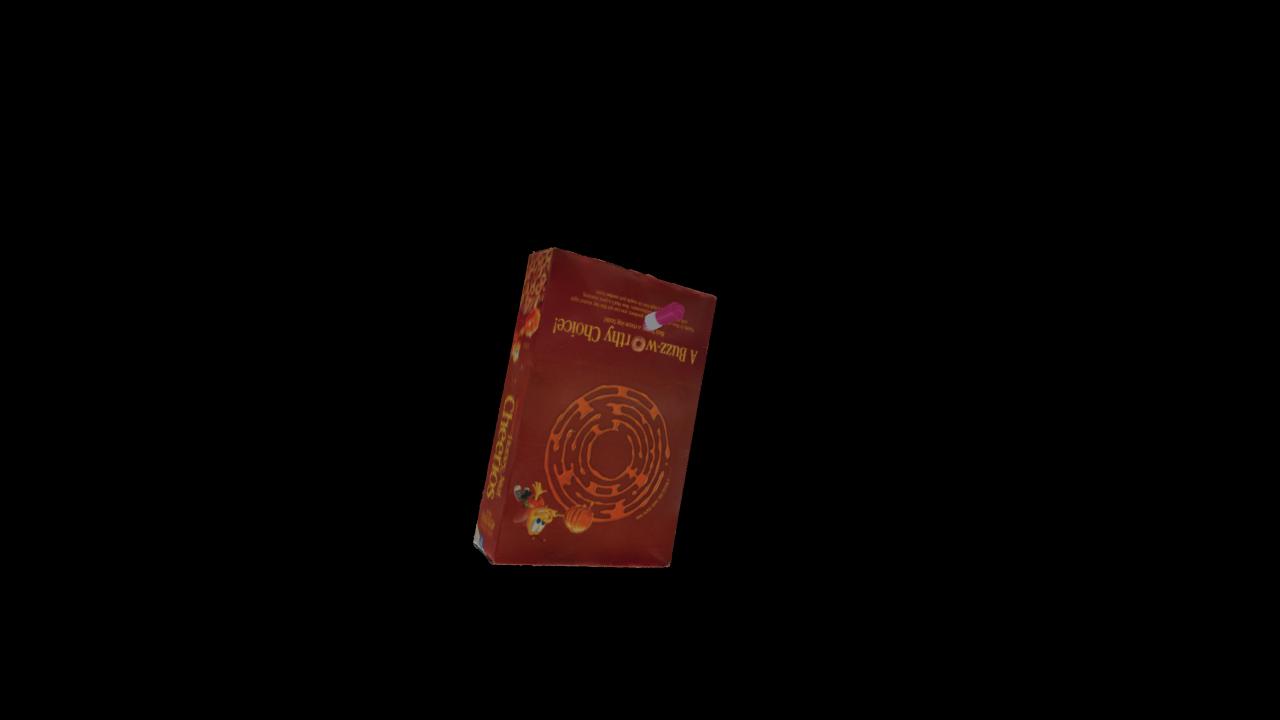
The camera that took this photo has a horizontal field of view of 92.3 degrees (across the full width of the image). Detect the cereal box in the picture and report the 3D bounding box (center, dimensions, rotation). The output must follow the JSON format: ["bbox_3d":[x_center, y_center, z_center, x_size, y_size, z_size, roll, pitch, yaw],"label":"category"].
[{"bbox_3d":[-0.042,0.058,0.644,0.203,0.306,0.081,12,-3,-30],"label":"cereal box"}]

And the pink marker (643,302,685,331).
[{"bbox_3d":[-0.003,-0.033,0.636,0.121,0.020,0.020,-22,-13,37],"label":"pink marker"}]
